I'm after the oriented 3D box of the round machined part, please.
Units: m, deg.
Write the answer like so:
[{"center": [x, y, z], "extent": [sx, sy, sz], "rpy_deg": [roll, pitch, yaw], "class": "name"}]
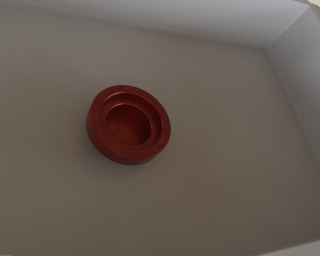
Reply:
[{"center": [-0.040, 0.000, 0.373], "extent": [0.099, 0.042, 0.098], "rpy_deg": [13, 56, -21], "class": "round machined part"}]
